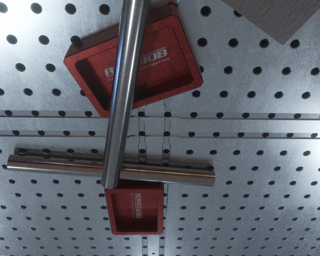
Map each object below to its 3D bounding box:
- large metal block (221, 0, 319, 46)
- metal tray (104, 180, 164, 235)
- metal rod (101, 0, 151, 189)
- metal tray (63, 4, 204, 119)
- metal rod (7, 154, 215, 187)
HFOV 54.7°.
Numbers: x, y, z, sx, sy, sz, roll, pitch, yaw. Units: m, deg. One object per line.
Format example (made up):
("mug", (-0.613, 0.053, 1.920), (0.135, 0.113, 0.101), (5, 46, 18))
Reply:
("large metal block", (0.106, -0.137, 0.280), (0.080, 0.050, 0.080), (27, 125, -21))
("metal tray", (-0.040, 0.132, 0.519), (0.091, 0.030, 0.129), (0, 130, -1))
("metal rod", (-0.041, -0.035, 0.340), (0.025, 0.025, 0.298), (8, 130, -8))
("metal tray", (-0.027, -0.069, 0.348), (0.130, 0.030, 0.090), (-18, 128, 14))
("metal rod", (-0.068, 0.064, 0.465), (0.302, 0.025, 0.025), (5, 130, -5))
